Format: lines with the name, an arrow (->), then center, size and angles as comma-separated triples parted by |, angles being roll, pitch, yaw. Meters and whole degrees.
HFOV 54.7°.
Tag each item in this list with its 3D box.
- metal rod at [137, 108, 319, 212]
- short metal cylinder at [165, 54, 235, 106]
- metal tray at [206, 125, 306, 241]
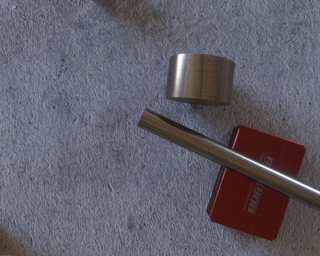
metal rod -> 0.114, 0.051, 0.381 | 0.301, 0.025, 0.025 | 25, 90, -1
short metal cylinder -> 0.049, -0.057, 0.383 | 0.081, 0.080, 0.050 | 6, 90, -1
metal tray -> 0.125, 0.070, 0.409 | 0.090, 0.030, 0.129 | 18, 90, -1
